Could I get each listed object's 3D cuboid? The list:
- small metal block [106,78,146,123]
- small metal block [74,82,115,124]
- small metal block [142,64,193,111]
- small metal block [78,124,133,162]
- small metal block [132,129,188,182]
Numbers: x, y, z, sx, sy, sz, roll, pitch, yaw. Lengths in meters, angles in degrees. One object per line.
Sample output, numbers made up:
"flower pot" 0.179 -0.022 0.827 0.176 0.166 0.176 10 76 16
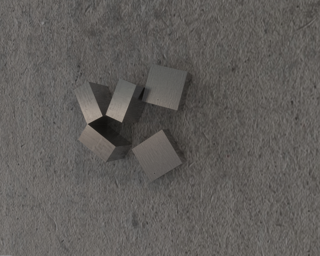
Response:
"small metal block" -0.040 -0.035 0.410 0.025 0.050 0.050 25 98 18
"small metal block" -0.085 -0.033 0.426 0.025 0.050 0.050 -26 82 18
"small metal block" 0.009 -0.053 0.406 0.050 0.025 0.050 16 95 19
"small metal block" -0.073 0.019 0.421 0.050 0.050 0.025 37 102 16
"small metal block" 0.000 0.036 0.409 0.050 0.025 0.050 -34 79 17
